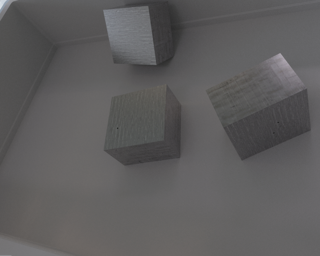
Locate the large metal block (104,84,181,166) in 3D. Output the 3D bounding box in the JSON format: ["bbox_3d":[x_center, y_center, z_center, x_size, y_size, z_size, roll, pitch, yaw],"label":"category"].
[{"bbox_3d":[-0.020,-0.002,0.402,0.080,0.050,0.080,-10,57,22],"label":"large metal block"}]

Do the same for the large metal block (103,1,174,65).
[{"bbox_3d":[-0.030,-0.142,0.464,0.080,0.079,0.050,9,31,32],"label":"large metal block"}]

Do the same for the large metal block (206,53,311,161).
[{"bbox_3d":[0.105,-0.018,0.326,0.080,0.080,0.050,-26,53,12],"label":"large metal block"}]
